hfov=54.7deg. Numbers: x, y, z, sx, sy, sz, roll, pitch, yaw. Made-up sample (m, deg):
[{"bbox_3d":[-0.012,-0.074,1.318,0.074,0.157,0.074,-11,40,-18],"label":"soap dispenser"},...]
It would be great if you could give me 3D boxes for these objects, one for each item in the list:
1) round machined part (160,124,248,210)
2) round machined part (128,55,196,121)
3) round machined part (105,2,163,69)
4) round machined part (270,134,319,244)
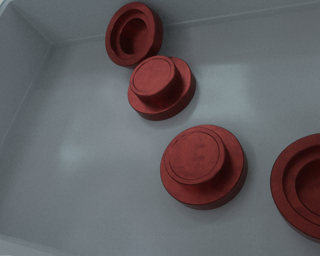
[{"bbox_3d":[0.044,0.038,0.347,0.098,0.042,0.098,-13,56,20],"label":"round machined part"},{"bbox_3d":[-0.003,-0.062,0.433,0.098,0.042,0.098,-13,56,20],"label":"round machined part"},{"bbox_3d":[-0.035,-0.139,0.482,0.098,0.042,0.097,-3,85,34],"label":"round machined part"},{"bbox_3d":[0.154,0.057,0.279,0.098,0.042,0.098,-13,56,20],"label":"round machined part"}]
